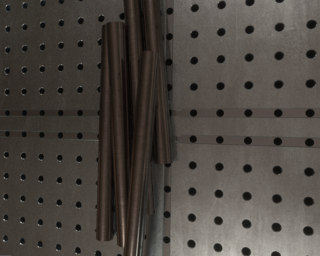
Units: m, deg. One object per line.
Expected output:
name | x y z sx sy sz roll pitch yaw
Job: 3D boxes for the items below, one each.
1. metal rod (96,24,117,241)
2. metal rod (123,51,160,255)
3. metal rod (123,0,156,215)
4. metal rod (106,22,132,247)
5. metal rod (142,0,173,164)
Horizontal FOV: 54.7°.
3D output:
metal rod | -0.073 0.007 0.437 0.025 0.025 0.298 2 91 19
metal rod | -0.025 0.054 0.392 0.025 0.025 0.298 6 92 19
metal rod | -0.028 -0.034 0.421 0.025 0.025 0.298 -4 89 19
metal rod | -0.053 0.011 0.419 0.025 0.025 0.298 -1 93 19
metal rod | -0.006 -0.102 0.413 0.025 0.025 0.298 -5 88 19
